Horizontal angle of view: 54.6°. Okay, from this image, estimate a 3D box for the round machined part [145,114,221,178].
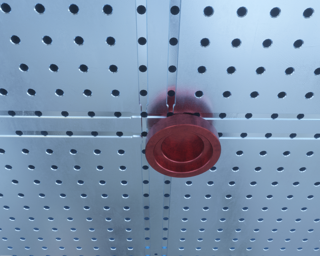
[{"bbox_3d":[0.030,0.019,0.417,0.099,0.042,0.097,0,130,0],"label":"round machined part"}]
